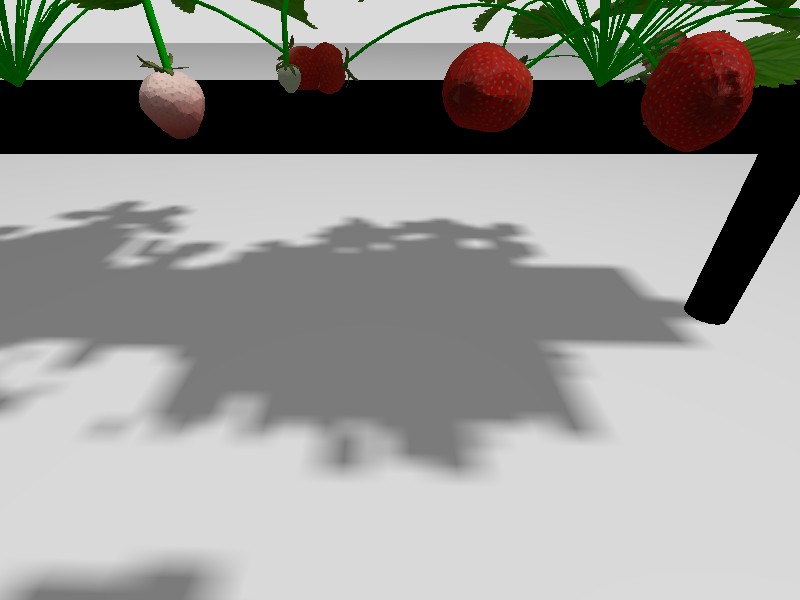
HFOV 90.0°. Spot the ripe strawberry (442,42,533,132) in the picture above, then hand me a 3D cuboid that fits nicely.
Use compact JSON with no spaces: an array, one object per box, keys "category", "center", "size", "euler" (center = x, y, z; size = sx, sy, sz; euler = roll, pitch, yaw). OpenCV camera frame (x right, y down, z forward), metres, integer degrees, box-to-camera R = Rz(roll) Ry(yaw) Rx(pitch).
[{"category":"ripe strawberry","center":[0.033,-0.083,0.158],"size":[0.036,0.031,0.036],"euler":[22,40,29]}]

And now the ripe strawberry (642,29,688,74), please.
[{"category":"ripe strawberry","center":[0.262,-0.243,0.394],"size":[0.037,0.039,0.040],"euler":[28,42,35]}]

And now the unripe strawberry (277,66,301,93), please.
[{"category":"unripe strawberry","center":[-0.053,-0.106,0.193],"size":[0.011,0.011,0.011],"euler":[-19,39,-26]}]

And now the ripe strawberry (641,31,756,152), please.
[{"category":"ripe strawberry","center":[0.099,-0.068,0.133],"size":[0.031,0.036,0.034],"euler":[9,36,13]}]

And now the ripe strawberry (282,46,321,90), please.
[{"category":"ripe strawberry","center":[-0.064,-0.153,0.268],"size":[0.028,0.027,0.030],"euler":[35,34,-11]}]

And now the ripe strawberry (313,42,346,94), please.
[{"category":"ripe strawberry","center":[-0.053,-0.156,0.272],"size":[0.032,0.031,0.029],"euler":[-9,35,-6]}]

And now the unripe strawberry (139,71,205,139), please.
[{"category":"unripe strawberry","center":[-0.087,-0.075,0.154],"size":[0.020,0.024,0.024],"euler":[26,42,33]}]
